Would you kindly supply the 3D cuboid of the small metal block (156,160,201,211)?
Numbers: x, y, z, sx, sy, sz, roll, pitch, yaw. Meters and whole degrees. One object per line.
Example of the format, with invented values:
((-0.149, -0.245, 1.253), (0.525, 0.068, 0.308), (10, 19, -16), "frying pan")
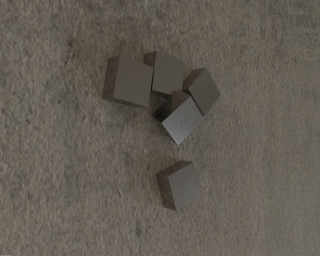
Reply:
((0.026, 0.078, 0.429), (0.050, 0.025, 0.050), (-23, 105, -38), "small metal block")

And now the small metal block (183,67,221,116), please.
((0.058, -0.052, 0.455), (0.050, 0.025, 0.050), (-50, 120, -28), "small metal block")

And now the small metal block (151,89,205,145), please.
((0.025, -0.014, 0.410), (0.050, 0.025, 0.050), (-43, 133, -7), "small metal block")

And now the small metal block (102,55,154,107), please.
((-0.038, -0.055, 0.374), (0.050, 0.025, 0.050), (13, 82, -40), "small metal block")

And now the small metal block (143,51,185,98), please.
((0.004, -0.068, 0.410), (0.050, 0.025, 0.050), (11, 83, -40), "small metal block")
